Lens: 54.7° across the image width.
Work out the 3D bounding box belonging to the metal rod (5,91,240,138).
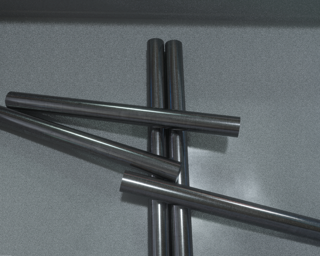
[{"bbox_3d":[-0.053,-0.019,0.394,0.301,0.025,0.025,7,70,9],"label":"metal rod"}]

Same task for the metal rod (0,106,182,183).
[{"bbox_3d":[-0.120,0.010,0.389,0.301,0.025,0.025,16,71,11],"label":"metal rod"}]

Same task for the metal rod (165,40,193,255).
[{"bbox_3d":[0.023,0.019,0.400,0.025,0.025,0.299,-1,70,-1],"label":"metal rod"}]

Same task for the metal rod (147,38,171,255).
[{"bbox_3d":[-0.003,0.017,0.400,0.025,0.025,0.299,-1,70,-1],"label":"metal rod"}]

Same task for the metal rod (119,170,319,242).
[{"bbox_3d":[0.103,0.098,0.355,0.302,0.025,0.025,15,71,-1],"label":"metal rod"}]
